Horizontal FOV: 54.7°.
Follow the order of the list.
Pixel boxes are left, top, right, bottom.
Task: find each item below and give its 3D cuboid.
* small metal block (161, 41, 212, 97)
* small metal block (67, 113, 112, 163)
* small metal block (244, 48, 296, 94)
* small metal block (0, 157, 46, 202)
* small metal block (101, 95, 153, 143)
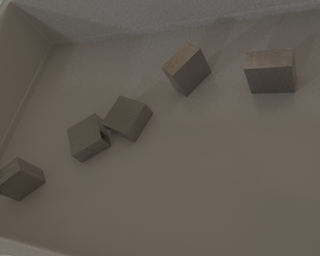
[{"bbox_3d":[0.037,-0.078,0.417,0.050,0.050,0.025,-45,51,-3],"label":"small metal block"},{"bbox_3d":[-0.103,0.014,0.449,0.050,0.025,0.050,-30,52,9],"label":"small metal block"},{"bbox_3d":[0.130,-0.065,0.361,0.050,0.050,0.025,2,63,28],"label":"small metal block"},{"bbox_3d":[-0.205,0.075,0.449,0.050,0.050,0.025,-37,52,3],"label":"small metal block"},{"bbox_3d":[-0.046,-0.014,0.437,0.050,0.025,0.050,20,72,35],"label":"small metal block"}]
